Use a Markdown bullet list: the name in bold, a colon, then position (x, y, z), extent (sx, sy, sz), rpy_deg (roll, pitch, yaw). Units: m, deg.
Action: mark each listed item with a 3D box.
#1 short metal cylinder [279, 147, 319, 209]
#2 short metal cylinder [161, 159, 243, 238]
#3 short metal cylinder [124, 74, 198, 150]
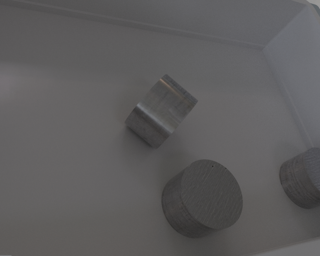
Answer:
- **short metal cylinder**: position (0.230, 0.076, 0.467), extent (0.081, 0.050, 0.080), rpy_deg (14, 56, -21)
- **short metal cylinder**: position (0.049, 0.083, 0.365), extent (0.081, 0.050, 0.080), rpy_deg (14, 56, -21)
- **short metal cylinder**: position (0.002, -0.020, 0.383), extent (0.050, 0.080, 0.080), rpy_deg (41, 51, -1)
